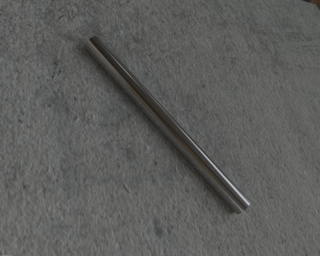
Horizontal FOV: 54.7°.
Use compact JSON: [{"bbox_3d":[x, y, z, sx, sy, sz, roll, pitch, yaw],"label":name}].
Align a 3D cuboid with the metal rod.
[{"bbox_3d":[0.007,-0.007,0.413,0.300,0.025,0.025,48,51,5],"label":"metal rod"}]
